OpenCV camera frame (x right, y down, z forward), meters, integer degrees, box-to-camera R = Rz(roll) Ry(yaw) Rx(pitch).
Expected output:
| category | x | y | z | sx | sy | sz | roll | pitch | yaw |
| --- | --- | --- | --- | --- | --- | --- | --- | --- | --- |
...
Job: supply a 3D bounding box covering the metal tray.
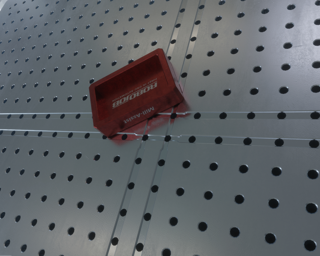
| category | x | y | z | sx | sy | sz | roll | pitch | yaw |
| --- | --- | --- | --- | --- | --- | --- | --- | --- | --- |
| metal tray | -0.039 | -0.053 | 0.458 | 0.130 | 0.030 | 0.090 | -25 | 53 | 12 |
